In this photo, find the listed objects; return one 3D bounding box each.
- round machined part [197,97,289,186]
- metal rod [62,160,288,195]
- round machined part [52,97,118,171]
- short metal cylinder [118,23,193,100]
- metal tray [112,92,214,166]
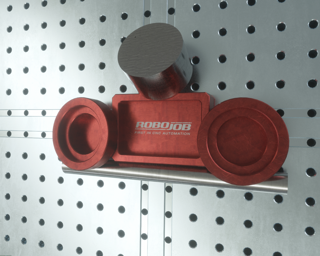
[{"bbox_3d":[0.094,0.015,0.361,0.098,0.042,0.097,0,88,12],"label":"round machined part"},{"bbox_3d":[0.005,0.059,0.406,0.301,0.025,0.025,2,91,19],"label":"metal rod"},{"bbox_3d":[-0.098,0.008,0.429,0.098,0.042,0.097,-1,87,28],"label":"round machined part"},{"bbox_3d":[-0.005,-0.081,0.381,0.080,0.050,0.080,-8,61,15],"label":"short metal cylinder"},{"bbox_3d":[0.002,0.000,0.404,0.130,0.030,0.089,1,91,19],"label":"metal tray"}]
